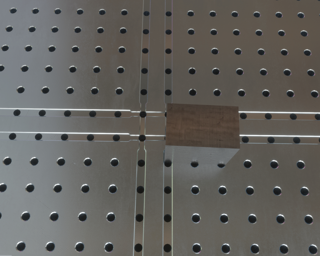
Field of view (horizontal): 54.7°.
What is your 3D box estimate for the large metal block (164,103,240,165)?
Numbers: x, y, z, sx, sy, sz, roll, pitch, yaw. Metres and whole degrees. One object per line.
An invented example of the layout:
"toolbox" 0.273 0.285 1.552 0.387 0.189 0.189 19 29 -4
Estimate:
"large metal block" 0.047 0.010 0.379 0.081 0.080 0.050 3 70 0
